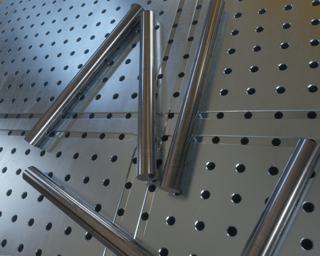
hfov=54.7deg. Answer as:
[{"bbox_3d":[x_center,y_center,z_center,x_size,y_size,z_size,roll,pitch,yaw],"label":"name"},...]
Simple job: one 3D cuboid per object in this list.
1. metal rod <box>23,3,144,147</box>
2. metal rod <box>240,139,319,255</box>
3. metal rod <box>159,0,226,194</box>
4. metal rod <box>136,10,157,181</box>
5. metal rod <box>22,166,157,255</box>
[{"bbox_3d":[-0.123,-0.095,0.528,0.025,0.025,0.300,28,76,37],"label":"metal rod"},{"bbox_3d":[0.075,0.141,0.281,0.025,0.025,0.300,23,74,36],"label":"metal rod"},{"bbox_3d":[0.050,-0.060,0.417,0.025,0.025,0.300,2,63,29],"label":"metal rod"},{"bbox_3d":[-0.019,-0.067,0.457,0.025,0.025,0.299,-14,56,20],"label":"metal rod"},{"bbox_3d":[-0.081,0.115,0.378,0.300,0.025,0.025,22,74,35],"label":"metal rod"}]
